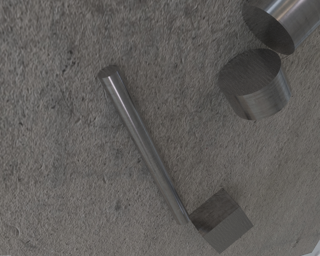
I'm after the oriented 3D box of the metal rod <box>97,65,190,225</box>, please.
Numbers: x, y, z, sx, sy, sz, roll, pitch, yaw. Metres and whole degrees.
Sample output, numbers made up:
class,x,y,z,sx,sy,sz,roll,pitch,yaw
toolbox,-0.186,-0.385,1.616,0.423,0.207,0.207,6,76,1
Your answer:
class,x,y,z,sx,sy,sz,roll,pitch,yaw
metal rod,-0.009,0.046,0.430,0.025,0.025,0.299,-31,129,-9

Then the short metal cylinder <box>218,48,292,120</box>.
class,x,y,z,sx,sy,sz,roll,pitch,yaw
short metal cylinder,0.123,-0.057,0.404,0.080,0.080,0.050,-42,129,0

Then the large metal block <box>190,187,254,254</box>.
class,x,y,z,sx,sy,sz,roll,pitch,yaw
large metal block,0.110,0.167,0.554,0.080,0.050,0.080,-39,130,-2

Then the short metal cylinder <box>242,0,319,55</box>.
class,x,y,z,sx,sy,sz,roll,pitch,yaw
short metal cylinder,0.146,-0.134,0.368,0.050,0.080,0.080,-46,129,4
